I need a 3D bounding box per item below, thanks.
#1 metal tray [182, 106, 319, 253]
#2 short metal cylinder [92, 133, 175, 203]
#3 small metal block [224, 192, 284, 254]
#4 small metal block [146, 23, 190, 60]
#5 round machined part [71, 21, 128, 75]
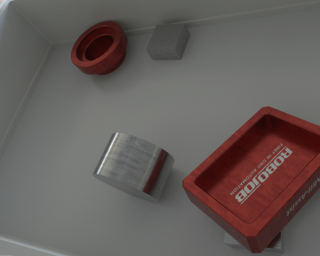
[{"bbox_3d":[0.098,0.041,0.299,0.130,0.030,0.090,-40,41,-16],"label":"metal tray"},{"bbox_3d":[-0.030,0.047,0.356,0.080,0.080,0.050,10,67,32],"label":"short metal cylinder"},{"bbox_3d":[0.092,0.091,0.301,0.050,0.025,0.050,-3,60,26],"label":"small metal block"},{"bbox_3d":[0.013,-0.133,0.479,0.050,0.025,0.050,7,65,31],"label":"small metal block"},{"bbox_3d":[-0.097,-0.129,0.523,0.098,0.042,0.098,-13,56,20],"label":"round machined part"}]
